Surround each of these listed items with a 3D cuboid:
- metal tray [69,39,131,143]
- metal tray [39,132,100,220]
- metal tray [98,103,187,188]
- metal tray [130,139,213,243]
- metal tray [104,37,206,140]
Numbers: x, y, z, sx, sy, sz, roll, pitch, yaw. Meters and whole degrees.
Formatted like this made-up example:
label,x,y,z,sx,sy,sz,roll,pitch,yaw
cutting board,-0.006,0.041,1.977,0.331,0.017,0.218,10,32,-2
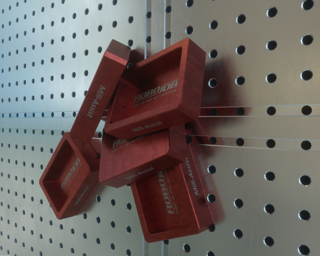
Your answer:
label,x,y,z,sx,sy,sz,roll,pitch,yaw
metal tray,-0.084,-0.053,0.438,0.129,0.030,0.090,-60,14,22
metal tray,-0.155,0.081,0.530,0.090,0.030,0.129,50,119,28
metal tray,-0.026,0.018,0.405,0.130,0.030,0.090,-27,50,36
metal tray,0.005,0.074,0.399,0.090,0.030,0.129,-26,74,36
metal tray,-0.009,-0.042,0.369,0.130,0.030,0.090,-16,56,43
